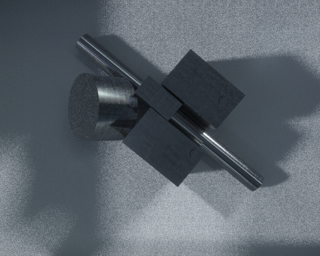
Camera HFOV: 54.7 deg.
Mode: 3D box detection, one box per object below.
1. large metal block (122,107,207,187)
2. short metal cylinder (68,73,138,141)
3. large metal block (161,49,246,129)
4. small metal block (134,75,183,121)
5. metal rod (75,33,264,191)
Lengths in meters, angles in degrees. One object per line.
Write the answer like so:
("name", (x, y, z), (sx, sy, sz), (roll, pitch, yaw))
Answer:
("large metal block", (0.004, 0.021, 0.383), (0.080, 0.080, 0.050), (39, 90, -1))
("short metal cylinder", (-0.071, -0.024, 0.376), (0.050, 0.080, 0.079), (1, 90, -40))
("large metal block", (0.048, -0.044, 0.384), (0.080, 0.080, 0.050), (40, 90, -1))
("small metal block", (-0.002, -0.034, 0.374), (0.050, 0.050, 0.025), (41, 90, -1))
("metal rod", (0.013, -0.020, 0.411), (0.300, 0.025, 0.025), (39, 90, -1))
